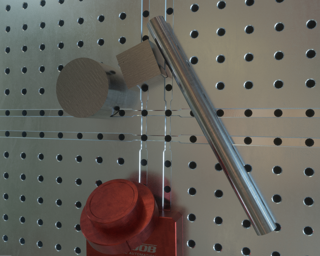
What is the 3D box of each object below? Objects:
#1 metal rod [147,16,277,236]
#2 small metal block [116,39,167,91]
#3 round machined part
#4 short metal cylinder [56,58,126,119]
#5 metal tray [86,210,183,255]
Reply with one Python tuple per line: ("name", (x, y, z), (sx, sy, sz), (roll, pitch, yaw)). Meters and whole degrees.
("metal rod", (0.060, -0.010, 0.390), (0.025, 0.025, 0.299), (-30, 81, 17))
("small metal block", (-0.025, -0.084, 0.420), (0.050, 0.025, 0.050), (-23, 83, 18))
("round machined part", (-0.054, 0.103, 0.390), (0.098, 0.098, 0.042), (-1, 129, 19))
("short metal cylinder", (-0.095, -0.053, 0.432), (0.080, 0.050, 0.079), (0, 90, 19))
("metal tray", (-0.036, 0.158, 0.422), (0.130, 0.030, 0.089), (-1, 90, 19))
